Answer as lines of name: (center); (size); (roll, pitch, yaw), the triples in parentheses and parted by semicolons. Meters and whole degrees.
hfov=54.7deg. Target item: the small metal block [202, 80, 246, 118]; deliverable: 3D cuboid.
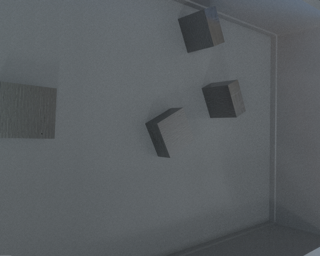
small metal block: (0.097, -0.043, 0.471); (0.025, 0.050, 0.050); (-31, 109, -36)

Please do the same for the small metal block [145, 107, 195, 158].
small metal block: (0.014, 0.006, 0.418); (0.050, 0.025, 0.050); (-33, 111, -35)

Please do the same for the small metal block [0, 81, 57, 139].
small metal block: (-0.130, -0.015, 0.298); (0.050, 0.025, 0.050); (3, 88, -40)

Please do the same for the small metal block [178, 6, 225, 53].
small metal block: (0.058, -0.138, 0.438); (0.025, 0.050, 0.050); (-30, 109, -36)
